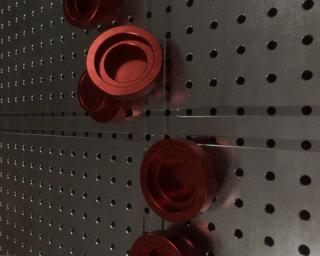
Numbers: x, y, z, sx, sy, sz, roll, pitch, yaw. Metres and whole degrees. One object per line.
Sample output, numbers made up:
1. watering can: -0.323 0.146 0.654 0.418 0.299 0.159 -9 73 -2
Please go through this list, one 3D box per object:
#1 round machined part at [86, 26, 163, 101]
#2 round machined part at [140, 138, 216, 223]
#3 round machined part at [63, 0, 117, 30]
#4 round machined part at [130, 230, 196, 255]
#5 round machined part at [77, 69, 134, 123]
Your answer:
1. round machined part: -0.044 -0.082 0.412 0.099 0.042 0.098 -1 75 5
2. round machined part: 0.026 0.061 0.376 0.098 0.042 0.097 0 90 39
3. round machined part: -0.106 -0.202 0.483 0.098 0.042 0.097 0 90 39
4. round machined part: 0.010 0.177 0.388 0.098 0.042 0.097 0 90 39
5. round machined part: -0.087 -0.056 0.468 0.098 0.042 0.097 0 90 39
